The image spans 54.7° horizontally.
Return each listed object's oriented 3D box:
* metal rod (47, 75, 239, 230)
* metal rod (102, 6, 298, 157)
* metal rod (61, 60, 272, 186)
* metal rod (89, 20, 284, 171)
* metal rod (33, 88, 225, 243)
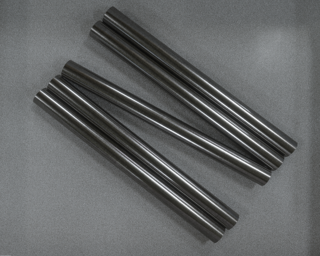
[{"bbox_3d":[-0.022,0.032,0.410,0.300,0.025,0.025,38,90,0],"label":"metal rod"},{"bbox_3d":[0.053,-0.061,0.410,0.301,0.025,0.025,36,90,0],"label":"metal rod"},{"bbox_3d":[0.009,-0.006,0.410,0.301,0.025,0.025,29,90,0],"label":"metal rod"},{"bbox_3d":[0.036,-0.042,0.410,0.301,0.025,0.025,36,90,0],"label":"metal rod"},{"bbox_3d":[-0.040,0.049,0.410,0.300,0.025,0.025,38,90,0],"label":"metal rod"}]
